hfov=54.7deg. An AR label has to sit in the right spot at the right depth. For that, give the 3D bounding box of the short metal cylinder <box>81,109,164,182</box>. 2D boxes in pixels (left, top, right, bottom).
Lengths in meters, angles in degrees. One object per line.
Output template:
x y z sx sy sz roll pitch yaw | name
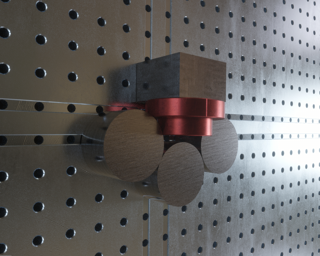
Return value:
-0.042 0.019 0.358 0.081 0.050 0.079 0 90 -40 | short metal cylinder

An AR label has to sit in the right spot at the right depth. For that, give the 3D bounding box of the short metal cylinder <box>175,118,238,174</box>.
0.069 0.024 0.451 0.081 0.050 0.079 0 90 -40 | short metal cylinder

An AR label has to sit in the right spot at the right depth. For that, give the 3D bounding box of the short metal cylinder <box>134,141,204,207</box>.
0.012 0.057 0.403 0.081 0.050 0.079 0 90 -40 | short metal cylinder

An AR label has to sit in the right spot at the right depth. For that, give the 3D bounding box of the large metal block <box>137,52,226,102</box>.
0.027 -0.058 0.395 0.081 0.080 0.050 1 90 -40 | large metal block

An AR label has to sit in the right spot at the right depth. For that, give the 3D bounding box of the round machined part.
0.031 -0.011 0.385 0.099 0.098 0.042 2 88 -40 | round machined part
